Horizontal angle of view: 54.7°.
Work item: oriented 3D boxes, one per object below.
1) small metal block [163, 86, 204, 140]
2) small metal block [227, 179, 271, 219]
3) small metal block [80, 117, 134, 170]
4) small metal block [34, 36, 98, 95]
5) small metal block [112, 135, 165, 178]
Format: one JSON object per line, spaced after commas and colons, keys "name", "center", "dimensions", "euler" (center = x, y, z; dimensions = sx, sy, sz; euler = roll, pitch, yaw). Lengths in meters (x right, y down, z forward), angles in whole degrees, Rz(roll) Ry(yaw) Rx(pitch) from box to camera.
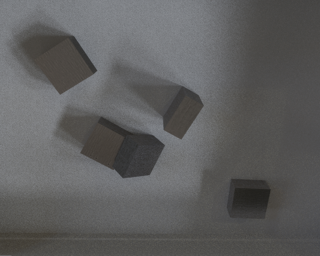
{"name": "small metal block", "center": [0.028, -0.020, 0.391], "dimensions": [0.025, 0.050, 0.050], "euler": [29, 107, -10]}
{"name": "small metal block", "center": [0.128, 0.103, 0.451], "dimensions": [0.050, 0.025, 0.050], "euler": [3, 110, -2]}
{"name": "small metal block", "center": [-0.071, 0.021, 0.418], "dimensions": [0.050, 0.025, 0.050], "euler": [30, 107, -11]}
{"name": "small metal block", "center": [-0.115, -0.077, 0.381], "dimensions": [0.050, 0.025, 0.050], "euler": [-29, 108, 10]}
{"name": "small metal block", "center": [-0.028, 0.037, 0.410], "dimensions": [0.050, 0.025, 0.050], "euler": [3, 119, -50]}
